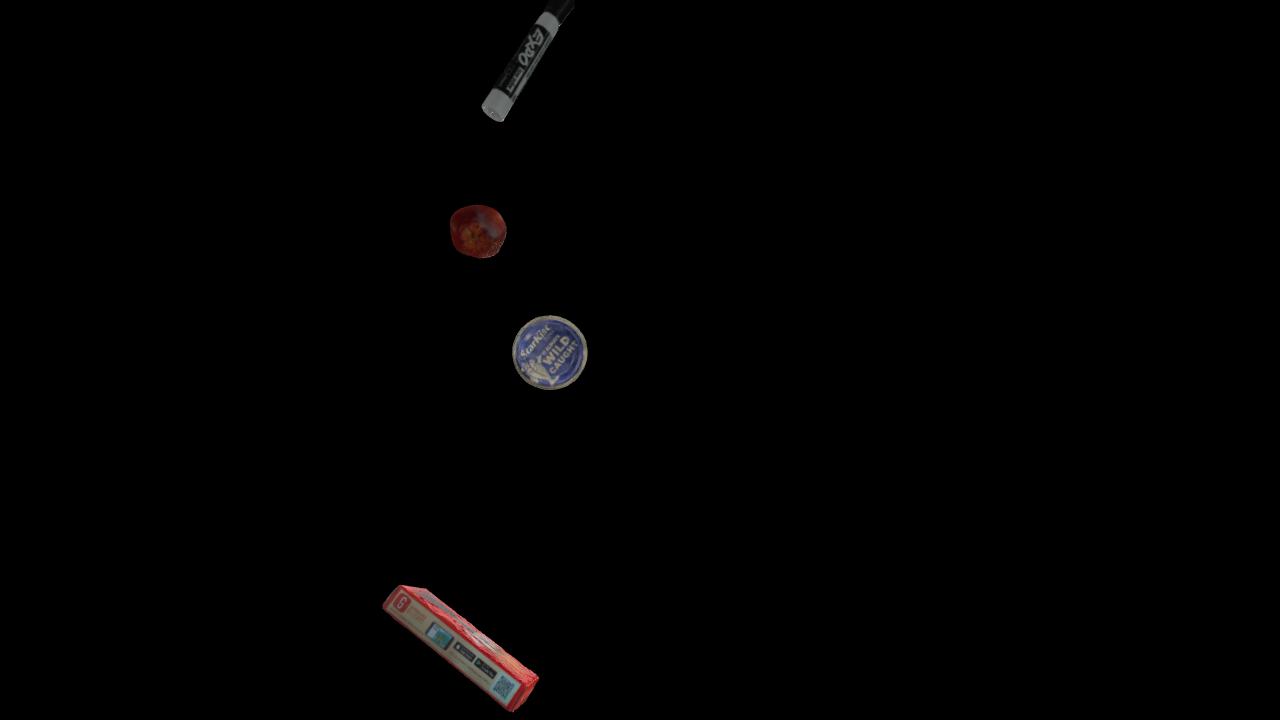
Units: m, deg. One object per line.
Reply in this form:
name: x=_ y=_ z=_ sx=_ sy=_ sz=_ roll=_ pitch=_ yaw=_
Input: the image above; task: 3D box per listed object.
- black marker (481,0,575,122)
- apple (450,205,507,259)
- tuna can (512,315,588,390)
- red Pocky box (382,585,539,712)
black marker: x=-0.084 y=-0.238 z=0.476 sx=0.020 sy=0.121 sz=0.020 roll=26 pitch=-11 yaw=6
apple: x=-0.230 y=-0.182 z=0.869 sx=0.079 sy=0.079 sz=0.093 roll=0 pitch=24 yaw=-3
tuna can: x=-0.102 y=-0.009 z=0.703 sx=0.084 sy=0.084 sz=0.034 roll=0 pitch=4 yaw=-7
red Pocky box: x=-0.169 y=0.273 z=0.590 sx=0.155 sy=0.028 sz=0.083 roll=32 pitch=-20 yaw=11
